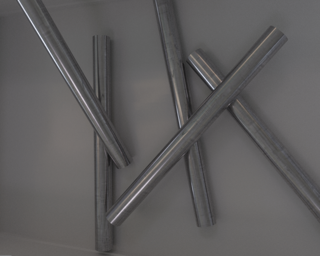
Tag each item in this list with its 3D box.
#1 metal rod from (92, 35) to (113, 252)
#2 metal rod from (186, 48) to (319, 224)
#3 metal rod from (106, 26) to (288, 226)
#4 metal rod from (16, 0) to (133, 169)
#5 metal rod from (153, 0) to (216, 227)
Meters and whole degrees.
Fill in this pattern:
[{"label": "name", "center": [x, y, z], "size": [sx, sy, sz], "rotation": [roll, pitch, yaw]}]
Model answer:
[{"label": "metal rod", "center": [-0.081, 0.021, 0.439], "size": [0.025, 0.025, 0.298], "rotation": [-1, 90, 20]}, {"label": "metal rod", "center": [0.132, 0.024, 0.363], "size": [0.025, 0.025, 0.299], "rotation": [-40, 78, 15]}, {"label": "metal rod", "center": [0.034, 0.008, 0.370], "size": [0.025, 0.025, 0.299], "rotation": [44, 103, 14]}, {"label": "metal rod", "center": [-0.114, -0.077, 0.383], "size": [0.025, 0.025, 0.299], "rotation": [-21, 109, 19]}, {"label": "metal rod", "center": [0.030, -0.025, 0.399], "size": [0.025, 0.025, 0.298], "rotation": [-12, 86, 19]}]
